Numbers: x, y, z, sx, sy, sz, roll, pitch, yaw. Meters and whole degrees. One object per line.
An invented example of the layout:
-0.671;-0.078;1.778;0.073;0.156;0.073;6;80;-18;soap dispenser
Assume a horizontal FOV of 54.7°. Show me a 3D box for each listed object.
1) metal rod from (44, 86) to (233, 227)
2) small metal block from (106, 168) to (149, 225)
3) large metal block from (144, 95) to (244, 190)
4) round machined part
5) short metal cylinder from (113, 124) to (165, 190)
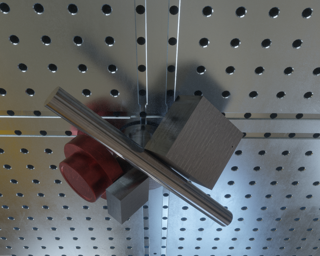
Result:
-0.006;0.050;0.384;0.025;0.025;0.301;-36;122;26;metal rod
-0.040;0.086;0.395;0.025;0.050;0.050;31;137;28;small metal block
0.042;0.016;0.376;0.080;0.050;0.080;39;77;-28;large metal block
-0.095;0.060;0.412;0.098;0.042;0.097;28;141;26;round machined part
-0.024;0.041;0.425;0.081;0.050;0.079;0;130;0;short metal cylinder
